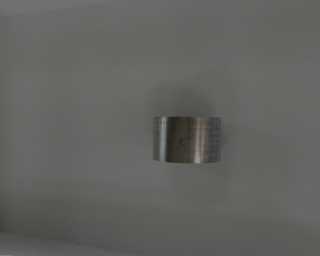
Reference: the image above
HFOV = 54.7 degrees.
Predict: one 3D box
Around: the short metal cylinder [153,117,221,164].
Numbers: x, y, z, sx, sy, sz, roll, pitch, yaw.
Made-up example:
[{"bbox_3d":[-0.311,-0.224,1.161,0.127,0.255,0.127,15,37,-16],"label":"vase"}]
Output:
[{"bbox_3d":[0.032,0.012,0.369,0.080,0.080,0.050,1,91,19],"label":"short metal cylinder"}]
